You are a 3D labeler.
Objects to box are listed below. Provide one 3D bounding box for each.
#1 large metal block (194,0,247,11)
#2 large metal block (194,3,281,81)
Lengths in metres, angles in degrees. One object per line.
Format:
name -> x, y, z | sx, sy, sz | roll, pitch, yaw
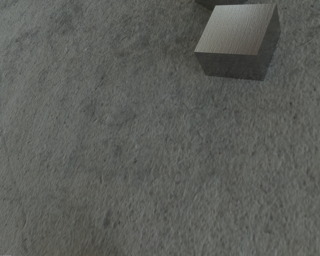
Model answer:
large metal block -> 0.099, -0.225, 0.474 | 0.080, 0.050, 0.080 | -41, 51, 0
large metal block -> 0.102, -0.112, 0.402 | 0.080, 0.050, 0.080 | 12, 68, 33
